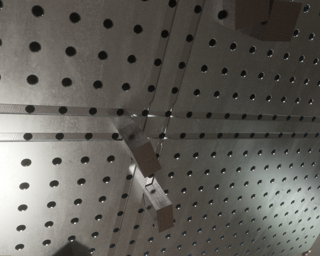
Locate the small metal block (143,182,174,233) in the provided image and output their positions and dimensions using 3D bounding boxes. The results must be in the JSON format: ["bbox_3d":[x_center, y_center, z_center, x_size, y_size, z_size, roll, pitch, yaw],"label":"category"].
[{"bbox_3d":[-0.003,0.120,0.470,0.025,0.050,0.050,-18,126,-18],"label":"small metal block"}]

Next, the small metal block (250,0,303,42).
[{"bbox_3d":[0.153,-0.143,0.409,0.050,0.025,0.050,-7,122,-26],"label":"small metal block"}]

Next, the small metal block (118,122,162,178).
[{"bbox_3d":[-0.026,0.028,0.399,0.025,0.050,0.050,-29,129,-10],"label":"small metal block"}]

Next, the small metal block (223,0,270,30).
[{"bbox_3d":[0.105,-0.152,0.376,0.050,0.025,0.050,-21,127,-16],"label":"small metal block"}]

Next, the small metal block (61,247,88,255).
[{"bbox_3d":[-0.136,0.216,0.472,0.050,0.025,0.050,-39,130,-2],"label":"small metal block"}]
